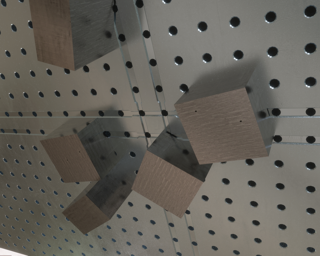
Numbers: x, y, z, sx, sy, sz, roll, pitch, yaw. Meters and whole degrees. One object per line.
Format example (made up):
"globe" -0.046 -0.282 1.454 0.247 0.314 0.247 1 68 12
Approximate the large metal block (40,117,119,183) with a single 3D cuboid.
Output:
"large metal block" -0.123 0.036 0.480 0.080 0.050 0.080 -10 114 32

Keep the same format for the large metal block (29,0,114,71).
"large metal block" -0.095 -0.120 0.349 0.050 0.080 0.079 18 125 18

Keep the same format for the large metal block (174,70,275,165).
"large metal block" 0.074 -0.010 0.349 0.080 0.050 0.080 -12 113 32

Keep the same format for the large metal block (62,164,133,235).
"large metal block" -0.096 0.113 0.494 0.050 0.080 0.080 47 129 -5

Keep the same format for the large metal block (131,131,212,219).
"large metal block" 0.016 0.064 0.425 0.080 0.050 0.079 29 128 9
